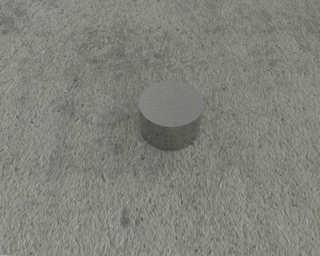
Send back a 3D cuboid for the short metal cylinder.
[{"bbox_3d":[0.014,-0.016,0.402,0.081,0.050,0.080,0,50,0],"label":"short metal cylinder"}]
